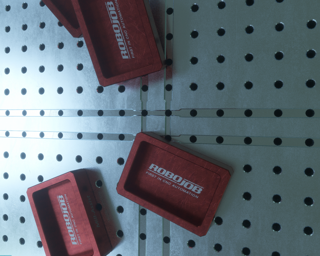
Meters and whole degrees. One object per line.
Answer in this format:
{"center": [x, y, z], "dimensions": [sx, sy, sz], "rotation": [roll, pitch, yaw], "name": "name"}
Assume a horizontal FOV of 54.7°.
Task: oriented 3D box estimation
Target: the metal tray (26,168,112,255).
{"center": [-0.135, 0.135, 0.455], "dimensions": [0.090, 0.030, 0.129], "rotation": [-23, 83, 18], "name": "metal tray"}

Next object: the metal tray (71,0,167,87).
{"center": [-0.053, -0.128, 0.405], "dimensions": [0.090, 0.030, 0.129], "rotation": [-14, 102, 15], "name": "metal tray"}

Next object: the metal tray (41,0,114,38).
{"center": [-0.124, -0.203, 0.426], "dimensions": [0.090, 0.030, 0.130], "rotation": [-37, 101, 16], "name": "metal tray"}

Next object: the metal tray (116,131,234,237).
{"center": [0.017, 0.069, 0.403], "dimensions": [0.130, 0.030, 0.089], "rotation": [23, 97, 18], "name": "metal tray"}
